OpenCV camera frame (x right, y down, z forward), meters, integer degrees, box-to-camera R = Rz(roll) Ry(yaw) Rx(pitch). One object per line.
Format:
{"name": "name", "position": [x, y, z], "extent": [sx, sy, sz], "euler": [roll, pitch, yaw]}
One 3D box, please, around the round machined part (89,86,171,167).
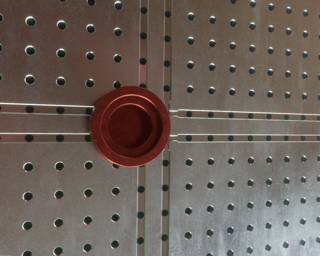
{"name": "round machined part", "position": [-0.040, -0.002, 0.390], "extent": [0.099, 0.042, 0.097], "euler": [0, 90, -21]}
